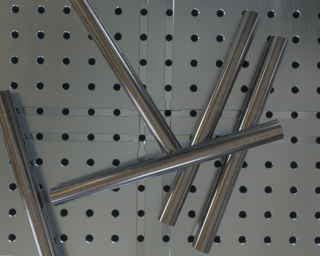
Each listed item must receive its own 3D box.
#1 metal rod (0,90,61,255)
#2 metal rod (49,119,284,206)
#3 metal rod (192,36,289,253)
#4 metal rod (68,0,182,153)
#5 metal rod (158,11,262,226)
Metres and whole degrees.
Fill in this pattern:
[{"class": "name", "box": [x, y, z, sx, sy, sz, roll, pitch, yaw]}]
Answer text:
[{"class": "metal rod", "box": [-0.168, 0.097, 0.411, 0.025, 0.025, 0.298, -17, 90, 0]}, {"class": "metal rod", "box": [0.002, 0.046, 0.393, 0.301, 0.025, 0.025, -18, 90, 7]}, {"class": "metal rod", "box": [0.107, 0.022, 0.414, 0.025, 0.025, 0.299, 21, 90, -1]}, {"class": "metal rod", "box": [-0.060, -0.094, 0.412, 0.025, 0.025, 0.299, -32, 90, 0]}, {"class": "metal rod", "box": [0.066, -0.013, 0.414, 0.025, 0.025, 0.299, 23, 90, -1]}]
